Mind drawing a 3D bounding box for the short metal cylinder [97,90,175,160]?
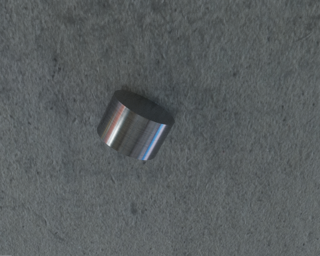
[{"bbox_3d":[-0.029,-0.005,0.378,0.080,0.080,0.050,26,108,-10],"label":"short metal cylinder"}]
